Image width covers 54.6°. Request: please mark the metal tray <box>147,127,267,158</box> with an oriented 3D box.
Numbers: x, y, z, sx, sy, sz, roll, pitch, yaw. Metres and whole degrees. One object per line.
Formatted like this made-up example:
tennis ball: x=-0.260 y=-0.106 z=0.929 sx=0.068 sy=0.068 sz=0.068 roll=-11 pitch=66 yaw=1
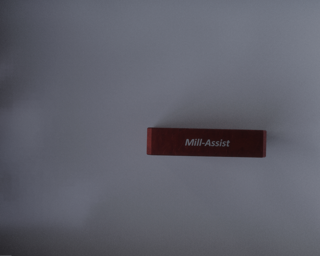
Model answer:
metal tray: x=0.051 y=0.016 z=0.379 sx=0.131 sy=0.090 sz=0.030 roll=1 pitch=90 yaw=0
